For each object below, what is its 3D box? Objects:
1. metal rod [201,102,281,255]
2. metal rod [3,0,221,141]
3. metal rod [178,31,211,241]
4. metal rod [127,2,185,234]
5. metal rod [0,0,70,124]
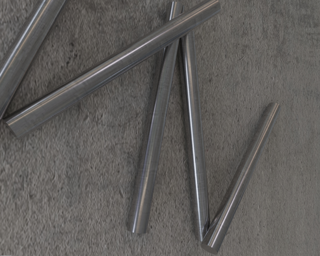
[{"bbox_3d":[0.142,0.063,0.504,0.025,0.025,0.301,55,53,-26],"label":"metal rod"},{"bbox_3d":[-0.033,-0.082,0.355,0.302,0.025,0.025,-38,114,-26],"label":"metal rod"},{"bbox_3d":[0.050,0.014,0.446,0.025,0.025,0.298,-10,96,-40],"label":"metal rod"},{"bbox_3d":[-0.004,-0.019,0.401,0.025,0.025,0.299,16,80,-39],"label":"metal rod"},{"bbox_3d":[-0.112,-0.118,0.310,0.025,0.025,0.299,34,69,-35],"label":"metal rod"}]
